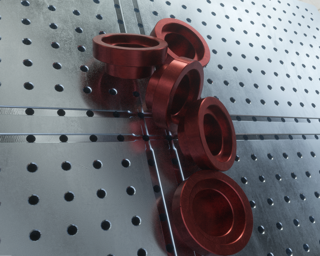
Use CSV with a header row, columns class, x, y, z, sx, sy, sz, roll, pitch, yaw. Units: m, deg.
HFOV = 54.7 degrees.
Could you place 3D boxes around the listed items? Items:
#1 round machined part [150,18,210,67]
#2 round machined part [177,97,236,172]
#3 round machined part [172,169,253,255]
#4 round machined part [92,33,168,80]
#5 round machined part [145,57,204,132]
class,x,y,z,sx,sy,sz,roll,pitch,yaw
round machined part,0.027,-0.120,0.485,0.099,0.042,0.098,16,54,-23
round machined part,0.059,0.011,0.408,0.098,0.042,0.098,21,62,-47
round machined part,0.058,0.102,0.368,0.099,0.042,0.098,14,56,-21
round machined part,-0.040,-0.096,0.416,0.099,0.042,0.098,4,28,-2
round machined part,0.017,-0.047,0.410,0.042,0.097,0.099,23,46,25
